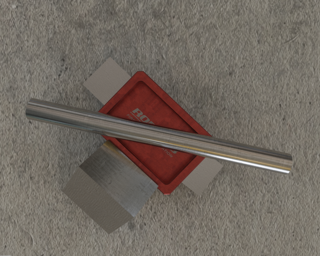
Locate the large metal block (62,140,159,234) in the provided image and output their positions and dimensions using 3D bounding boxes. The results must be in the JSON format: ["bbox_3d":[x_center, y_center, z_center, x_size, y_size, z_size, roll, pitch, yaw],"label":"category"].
[{"bbox_3d":[-0.062,0.073,0.374,0.080,0.080,0.050,43,48,0],"label":"large metal block"}]

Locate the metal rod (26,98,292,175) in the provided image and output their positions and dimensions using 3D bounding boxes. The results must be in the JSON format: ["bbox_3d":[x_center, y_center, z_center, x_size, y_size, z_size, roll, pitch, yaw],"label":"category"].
[{"bbox_3d":[0.000,0.010,0.356,0.302,0.025,0.025,12,90,-1],"label":"metal rod"}]

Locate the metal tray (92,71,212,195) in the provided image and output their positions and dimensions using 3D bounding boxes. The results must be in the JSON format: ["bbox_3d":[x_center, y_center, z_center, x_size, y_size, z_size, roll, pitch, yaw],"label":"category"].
[{"bbox_3d":[-0.008,0.006,0.383,0.130,0.030,0.090,44,90,-1],"label":"metal tray"}]

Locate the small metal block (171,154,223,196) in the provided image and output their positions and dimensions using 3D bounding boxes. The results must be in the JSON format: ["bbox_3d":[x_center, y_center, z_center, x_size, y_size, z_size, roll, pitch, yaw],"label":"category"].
[{"bbox_3d":[0.046,0.053,0.411,0.050,0.025,0.050,39,90,-1],"label":"small metal block"}]

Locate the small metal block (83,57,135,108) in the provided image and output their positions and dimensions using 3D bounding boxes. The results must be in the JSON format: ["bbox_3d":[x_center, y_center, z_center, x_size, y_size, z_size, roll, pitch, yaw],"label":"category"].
[{"bbox_3d":[-0.064,-0.057,0.410,0.050,0.025,0.050,45,90,-1],"label":"small metal block"}]
